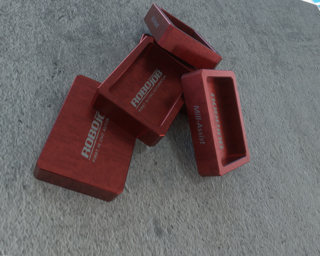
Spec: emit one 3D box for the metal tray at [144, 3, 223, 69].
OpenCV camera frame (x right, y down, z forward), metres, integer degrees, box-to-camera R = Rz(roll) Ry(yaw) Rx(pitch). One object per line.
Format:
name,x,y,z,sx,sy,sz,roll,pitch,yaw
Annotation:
metal tray,0.030,-0.134,0.458,0.090,0.030,0.130,24,25,-26

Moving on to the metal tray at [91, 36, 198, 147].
metal tray,-0.012,-0.051,0.389,0.090,0.030,0.130,36,51,-5

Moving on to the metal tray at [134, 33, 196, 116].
metal tray,0.019,-0.075,0.460,0.131,0.030,0.090,24,53,-14

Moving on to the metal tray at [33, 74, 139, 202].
metal tray,-0.075,0.009,0.356,0.091,0.030,0.130,22,53,-15

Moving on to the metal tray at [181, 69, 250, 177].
metal tray,0.076,-0.010,0.407,0.091,0.030,0.129,-11,91,-50
